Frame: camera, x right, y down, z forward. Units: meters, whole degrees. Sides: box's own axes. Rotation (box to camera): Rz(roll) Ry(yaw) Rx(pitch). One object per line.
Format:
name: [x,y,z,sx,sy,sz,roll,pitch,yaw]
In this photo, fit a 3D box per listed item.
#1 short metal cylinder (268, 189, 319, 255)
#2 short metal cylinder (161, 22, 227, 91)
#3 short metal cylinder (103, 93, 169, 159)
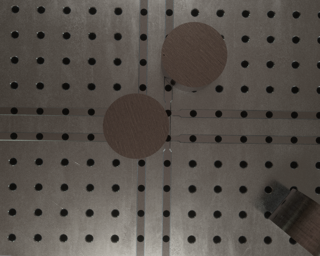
short metal cylinder: [0.186,0.122,0.389,0.080,0.080,0.050,40,90,-1]
short metal cylinder: [0.042,-0.089,0.401,0.081,0.050,0.079,0,90,-1]
short metal cylinder: [-0.029,-0.002,0.401,0.081,0.050,0.079,0,90,-1]
